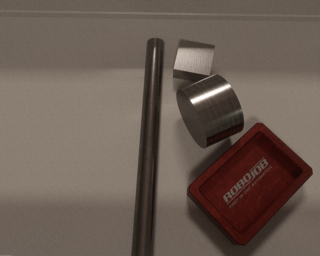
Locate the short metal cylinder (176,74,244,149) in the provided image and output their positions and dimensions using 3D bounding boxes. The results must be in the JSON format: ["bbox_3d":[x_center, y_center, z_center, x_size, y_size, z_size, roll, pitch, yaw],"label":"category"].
[{"bbox_3d":[0.061,-0.021,0.389,0.050,0.080,0.080,-24,72,-9],"label":"short metal cylinder"}]

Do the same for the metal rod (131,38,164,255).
[{"bbox_3d":[-0.014,0.016,0.403,0.025,0.025,0.299,3,70,1],"label":"metal rod"}]

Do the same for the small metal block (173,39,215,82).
[{"bbox_3d":[0.049,-0.095,0.445,0.050,0.025,0.050,11,70,4],"label":"small metal block"}]

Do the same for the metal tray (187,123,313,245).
[{"bbox_3d":[0.109,0.067,0.383,0.130,0.030,0.090,-40,75,-14],"label":"metal tray"}]
